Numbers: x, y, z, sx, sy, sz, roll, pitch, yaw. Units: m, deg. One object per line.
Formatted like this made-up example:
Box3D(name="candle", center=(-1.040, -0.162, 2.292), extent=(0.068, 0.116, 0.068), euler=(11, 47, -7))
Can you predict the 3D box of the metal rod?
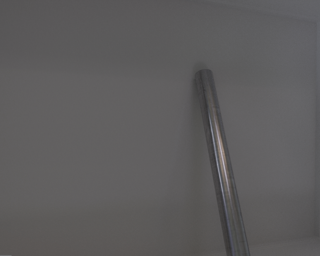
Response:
Box3D(name="metal rod", center=(0.076, 0.060, 0.372), extent=(0.025, 0.025, 0.299), euler=(3, 64, -20))
